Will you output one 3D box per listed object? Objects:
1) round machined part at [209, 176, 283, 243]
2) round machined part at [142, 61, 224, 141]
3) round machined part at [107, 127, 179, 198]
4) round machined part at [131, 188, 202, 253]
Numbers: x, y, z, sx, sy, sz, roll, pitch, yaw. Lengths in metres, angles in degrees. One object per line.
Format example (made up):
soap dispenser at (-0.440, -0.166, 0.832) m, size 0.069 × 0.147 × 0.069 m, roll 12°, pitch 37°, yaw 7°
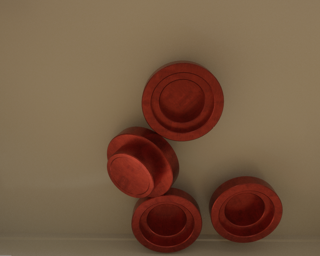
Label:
round machined part at (0.119, 0.112, 0.444) m, size 0.099 × 0.042 × 0.097 m, roll 0°, pitch 110°, yaw 0°
round machined part at (0.027, -0.036, 0.389) m, size 0.099 × 0.042 × 0.097 m, roll 0°, pitch 110°, yaw 0°
round machined part at (-0.029, 0.051, 0.398) m, size 0.098 × 0.042 × 0.097 m, roll 14°, pitch 123°, yaw 23°
round machined part at (0.010, 0.127, 0.449) m, size 0.099 × 0.042 × 0.097 m, roll 0°, pitch 110°, yaw 0°
